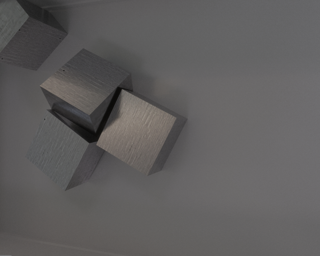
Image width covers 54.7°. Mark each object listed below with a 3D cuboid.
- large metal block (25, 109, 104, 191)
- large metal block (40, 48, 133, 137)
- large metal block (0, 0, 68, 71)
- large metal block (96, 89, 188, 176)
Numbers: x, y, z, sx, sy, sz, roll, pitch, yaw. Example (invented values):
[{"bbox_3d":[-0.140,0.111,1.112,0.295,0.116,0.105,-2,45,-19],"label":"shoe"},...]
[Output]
[{"bbox_3d":[-0.130,0.028,0.439,0.080,0.050,0.080,35,108,16],"label":"large metal block"},{"bbox_3d":[-0.093,-0.048,0.409,0.080,0.050,0.080,29,62,17],"label":"large metal block"},{"bbox_3d":[-0.198,-0.136,0.451,0.080,0.080,0.050,-43,77,15],"label":"large metal block"},{"bbox_3d":[-0.023,0.005,0.405,0.080,0.050,0.080,29,99,17],"label":"large metal block"}]
